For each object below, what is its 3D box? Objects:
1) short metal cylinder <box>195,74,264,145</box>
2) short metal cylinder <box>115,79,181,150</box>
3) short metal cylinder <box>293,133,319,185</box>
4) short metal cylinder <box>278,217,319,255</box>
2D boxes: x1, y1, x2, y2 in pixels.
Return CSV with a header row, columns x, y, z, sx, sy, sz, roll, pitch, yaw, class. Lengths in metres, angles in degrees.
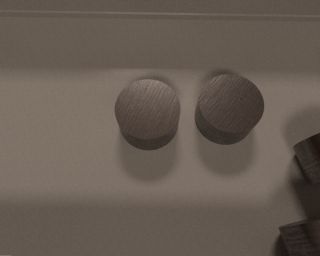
x,y,z,sx,sy,sz,roll,pitch,yaw,class
0.088,-0.023,0.406,0.081,0.050,0.080,0,70,0,short metal cylinder
-0.015,-0.016,0.402,0.081,0.050,0.080,0,70,0,short metal cylinder
0.210,0.032,0.372,0.081,0.080,0.050,-16,71,-6,short metal cylinder
0.178,0.125,0.337,0.081,0.080,0.050,-12,71,-5,short metal cylinder
